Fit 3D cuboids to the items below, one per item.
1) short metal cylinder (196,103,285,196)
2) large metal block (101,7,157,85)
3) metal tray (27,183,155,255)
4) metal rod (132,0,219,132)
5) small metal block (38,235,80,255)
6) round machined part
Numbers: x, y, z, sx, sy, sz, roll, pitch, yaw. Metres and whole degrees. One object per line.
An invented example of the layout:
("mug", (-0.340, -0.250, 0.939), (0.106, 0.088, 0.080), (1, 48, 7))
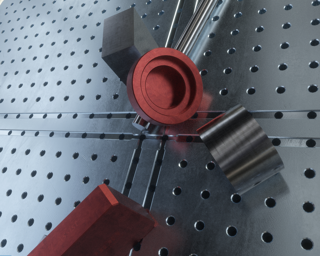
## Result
("short metal cylinder", (0.080, 0.022, 0.317), (0.050, 0.080, 0.080), (-34, 52, 6))
("large metal block", (-0.042, -0.117, 0.465), (0.050, 0.080, 0.080), (-16, 55, 19))
("metal tray", (-0.076, 0.127, 0.327), (0.130, 0.090, 0.030), (-45, 51, -3))
("metal rod", (0.040, -0.128, 0.464), (0.025, 0.025, 0.300), (16, 70, 34))
("small metal block", (-0.125, 0.158, 0.359), (0.025, 0.050, 0.050), (21, 73, 35))
("round machined part", (0.003, -0.051, 0.402), (0.098, 0.098, 0.042), (-63, 20, -17))
